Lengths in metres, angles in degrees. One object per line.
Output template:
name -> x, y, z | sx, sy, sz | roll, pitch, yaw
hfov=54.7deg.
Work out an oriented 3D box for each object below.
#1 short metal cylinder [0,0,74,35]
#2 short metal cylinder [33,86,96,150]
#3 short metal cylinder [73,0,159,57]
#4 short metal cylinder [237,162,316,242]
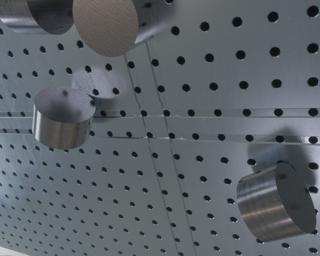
short metal cylinder -> -0.142, -0.150, 0.358 | 0.050, 0.080, 0.079 | 9, 122, 24
short metal cylinder -> -0.136, -0.015, 0.438 | 0.080, 0.080, 0.050 | 30, 128, 9
short metal cylinder -> -0.048, -0.125, 0.343 | 0.080, 0.050, 0.079 | 13, 124, 21
short metal cylinder -> 0.134, 0.086, 0.358 | 0.050, 0.080, 0.080 | -33, 100, 38
